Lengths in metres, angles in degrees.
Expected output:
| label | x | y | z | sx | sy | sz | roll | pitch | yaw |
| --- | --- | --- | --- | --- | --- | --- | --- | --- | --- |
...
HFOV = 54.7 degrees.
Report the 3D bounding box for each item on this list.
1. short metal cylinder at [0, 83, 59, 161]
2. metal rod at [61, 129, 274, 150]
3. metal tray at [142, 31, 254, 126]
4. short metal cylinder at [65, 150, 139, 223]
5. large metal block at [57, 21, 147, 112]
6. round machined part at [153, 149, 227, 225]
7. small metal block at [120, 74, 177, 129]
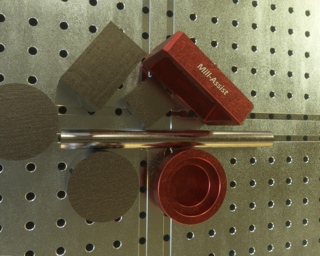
| label | x | y | z | sx | sy | sz | roll | pitch | yaw |
| --- | --- | --- | --- | --- | --- | --- | --- | --- | --- |
| short metal cylinder | -0.155 | -0.006 | 0.341 | 0.081 | 0.050 | 0.080 | 0 | 90 | -20 |
| metal rod | 0.024 | 0.015 | 0.421 | 0.302 | 0.025 | 0.025 | 1 | 90 | -20 |
| metal tray | 0.045 | -0.056 | 0.394 | 0.130 | 0.090 | 0.030 | 42 | 77 | -15 |
| short metal cylinder | -0.071 | 0.066 | 0.373 | 0.081 | 0.050 | 0.080 | 0 | 90 | -20 |
| large metal block | -0.070 | -0.066 | 0.357 | 0.050 | 0.080 | 0.080 | 41 | 77 | -16 |
| round machined part | 0.037 | 0.076 | 0.417 | 0.099 | 0.042 | 0.097 | 0 | 90 | -20 |
| small metal block | -0.016 | -0.034 | 0.407 | 0.050 | 0.025 | 0.050 | -41 | 103 | -15 |
